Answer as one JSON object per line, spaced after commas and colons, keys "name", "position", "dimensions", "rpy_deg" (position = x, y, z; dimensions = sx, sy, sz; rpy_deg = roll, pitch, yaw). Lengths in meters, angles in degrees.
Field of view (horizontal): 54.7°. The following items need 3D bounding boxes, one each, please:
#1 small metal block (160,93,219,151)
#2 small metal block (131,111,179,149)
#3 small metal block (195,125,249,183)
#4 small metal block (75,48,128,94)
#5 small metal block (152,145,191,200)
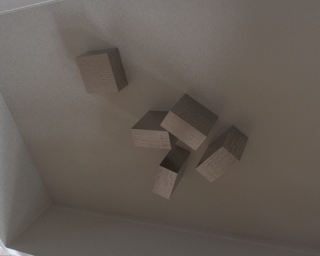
{"name": "small metal block", "position": [0.036, -0.008, 0.367], "dimensions": [0.050, 0.050, 0.025], "rpy_deg": [36, 128, 4]}
{"name": "small metal block", "position": [-0.001, 0.001, 0.392], "dimensions": [0.050, 0.050, 0.025], "rpy_deg": [4, 121, 26]}
{"name": "small metal block", "position": [0.075, 0.030, 0.371], "dimensions": [0.025, 0.050, 0.050], "rpy_deg": [41, 129, 0]}
{"name": "small metal block", "position": [-0.075, -0.073, 0.401], "dimensions": [0.050, 0.025, 0.050], "rpy_deg": [0, 119, 27]}
{"name": "small metal block", "position": [0.016, 0.059, 0.420], "dimensions": [0.025, 0.050, 0.050], "rpy_deg": [24, 127, 13]}
